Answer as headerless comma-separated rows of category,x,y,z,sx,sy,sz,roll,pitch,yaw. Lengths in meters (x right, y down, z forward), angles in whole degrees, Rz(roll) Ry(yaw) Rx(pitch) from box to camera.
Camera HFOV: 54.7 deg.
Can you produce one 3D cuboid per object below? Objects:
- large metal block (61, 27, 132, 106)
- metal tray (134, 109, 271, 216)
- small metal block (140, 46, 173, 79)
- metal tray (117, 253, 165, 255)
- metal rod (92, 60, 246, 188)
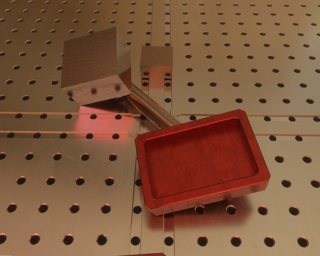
large metal block,-0.088,-0.085,0.436,0.080,0.050,0.080,-11,64,13
metal tray,0.043,0.037,0.346,0.131,0.030,0.090,-14,59,4
small metal block,-0.005,-0.106,0.497,0.050,0.025,0.050,2,50,1
metal tray,-0.034,0.176,0.255,0.091,0.030,0.130,-3,50,-3
metal rod,-0.007,-0.021,0.424,0.025,0.025,0.300,-34,58,-25
